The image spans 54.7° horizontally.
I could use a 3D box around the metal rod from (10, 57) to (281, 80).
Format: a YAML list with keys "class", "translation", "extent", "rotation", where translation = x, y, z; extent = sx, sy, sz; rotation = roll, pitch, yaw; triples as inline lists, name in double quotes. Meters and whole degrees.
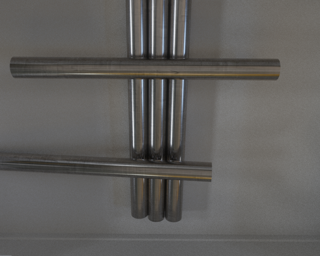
- class: "metal rod"
  translation: [-0.016, -0.069, 0.358]
  extent: [0.302, 0.025, 0.025]
  rotation: [0, 110, 0]

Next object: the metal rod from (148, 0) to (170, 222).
- class: "metal rod"
  translation: [-0.004, -0.008, 0.407]
  extent: [0.025, 0.025, 0.298]
  rotation: [1, 110, 0]

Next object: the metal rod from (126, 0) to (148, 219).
- class: "metal rod"
  translation: [-0.028, -0.013, 0.405]
  extent: [0.025, 0.025, 0.298]
  rotation: [0, 110, 0]

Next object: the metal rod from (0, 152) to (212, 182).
- class: "metal rod"
  translation: [-0.085, 0.050, 0.409]
  extent: [0.302, 0.025, 0.025]
  rotation: [2, 110, 6]

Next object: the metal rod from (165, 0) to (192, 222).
- class: "metal rod"
  translation: [0.022, -0.008, 0.406]
  extent: [0.025, 0.025, 0.298]
  rotation: [1, 110, 0]
